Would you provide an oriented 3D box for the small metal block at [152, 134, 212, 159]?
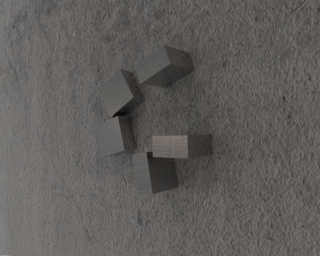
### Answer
[{"bbox_3d":[0.027,0.021,0.367,0.050,0.050,0.025,-2,89,40],"label":"small metal block"}]

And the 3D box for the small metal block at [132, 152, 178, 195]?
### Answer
[{"bbox_3d":[-0.006,0.055,0.393,0.025,0.050,0.050,-15,81,39],"label":"small metal block"}]

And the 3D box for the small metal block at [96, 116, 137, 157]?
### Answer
[{"bbox_3d":[-0.065,0.013,0.459,0.050,0.025,0.050,-20,78,38],"label":"small metal block"}]

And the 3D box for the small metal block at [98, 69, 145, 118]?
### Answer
[{"bbox_3d":[-0.056,-0.049,0.449,0.050,0.025,0.050,-37,67,28],"label":"small metal block"}]

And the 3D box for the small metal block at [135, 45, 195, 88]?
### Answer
[{"bbox_3d":[0.006,-0.074,0.383,0.050,0.050,0.025,-27,73,37],"label":"small metal block"}]
